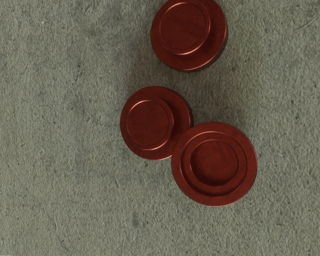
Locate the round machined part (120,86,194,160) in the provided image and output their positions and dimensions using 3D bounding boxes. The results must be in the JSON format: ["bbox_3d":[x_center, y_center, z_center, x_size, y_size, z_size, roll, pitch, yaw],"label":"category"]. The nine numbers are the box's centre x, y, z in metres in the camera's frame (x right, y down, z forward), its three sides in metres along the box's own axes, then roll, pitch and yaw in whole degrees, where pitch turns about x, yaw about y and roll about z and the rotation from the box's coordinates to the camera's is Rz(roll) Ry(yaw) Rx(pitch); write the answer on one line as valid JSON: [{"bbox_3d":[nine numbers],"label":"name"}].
[{"bbox_3d":[-0.009,-0.006,0.403,0.098,0.042,0.097,0,90,20],"label":"round machined part"}]

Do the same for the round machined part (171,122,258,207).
[{"bbox_3d":[0.066,0.041,0.374,0.098,0.042,0.097,1,92,16],"label":"round machined part"}]

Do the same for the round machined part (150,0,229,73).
[{"bbox_3d":[0.033,-0.121,0.388,0.098,0.042,0.097,0,90,20],"label":"round machined part"}]
